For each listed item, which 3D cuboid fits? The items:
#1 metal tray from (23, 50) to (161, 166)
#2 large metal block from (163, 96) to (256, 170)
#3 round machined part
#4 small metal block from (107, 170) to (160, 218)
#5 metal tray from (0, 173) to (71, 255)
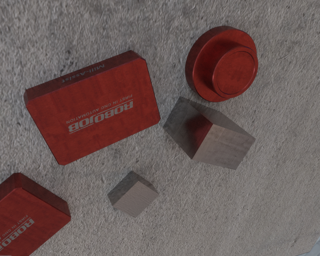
[{"bbox_3d":[-0.071,-0.023,0.352,0.131,0.030,0.090,-25,128,-14],"label":"metal tray"},{"bbox_3d":[0.064,0.007,0.412,0.081,0.080,0.050,17,110,-35],"label":"large metal block"},{"bbox_3d":[0.085,-0.077,0.397,0.099,0.042,0.097,-14,125,-21],"label":"round machined part"},{"bbox_3d":[-0.038,0.096,0.447,0.050,0.025,0.050,-45,130,3],"label":"small metal block"},{"bbox_3d":[-0.189,0.125,0.378,0.130,0.030,0.090,-40,130,-1],"label":"metal tray"}]
